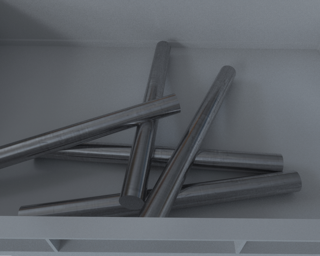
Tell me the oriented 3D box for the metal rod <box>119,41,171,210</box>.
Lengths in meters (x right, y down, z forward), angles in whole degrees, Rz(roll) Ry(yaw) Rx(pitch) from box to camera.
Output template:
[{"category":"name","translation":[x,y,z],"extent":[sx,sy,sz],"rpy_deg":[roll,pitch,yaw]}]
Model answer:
[{"category":"metal rod","translation":[-0.011,-0.031,0.406],"extent":[0.025,0.025,0.300],"rpy_deg":[5,44,4]}]

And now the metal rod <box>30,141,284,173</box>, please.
[{"category":"metal rod","translation":[-0.008,0.034,0.375],"extent":[0.302,0.025,0.025],"rpy_deg":[4,50,2]}]

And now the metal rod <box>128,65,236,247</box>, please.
[{"category":"metal rod","translation":[0.044,0.006,0.373],"extent":[0.025,0.025,0.301],"rpy_deg":[19,45,15]}]

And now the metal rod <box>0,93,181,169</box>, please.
[{"category":"metal rod","translation":[-0.122,0.015,0.356],"extent":[0.302,0.025,0.025],"rpy_deg":[-18,52,-8]}]

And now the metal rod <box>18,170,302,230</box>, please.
[{"category":"metal rod","translation":[0.006,0.077,0.338],"extent":[0.302,0.025,0.025],"rpy_deg":[-6,51,-6]}]
